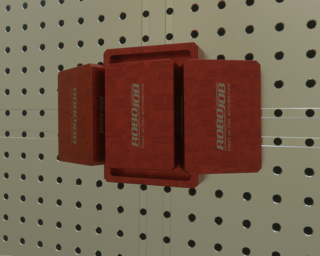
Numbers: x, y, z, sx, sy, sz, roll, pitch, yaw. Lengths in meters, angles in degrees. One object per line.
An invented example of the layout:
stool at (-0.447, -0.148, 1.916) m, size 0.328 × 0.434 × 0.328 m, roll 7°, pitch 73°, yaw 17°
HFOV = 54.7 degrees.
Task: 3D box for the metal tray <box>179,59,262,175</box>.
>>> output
metal tray at (0.070, -0.013, 0.365) m, size 0.091 × 0.030 × 0.129 m, roll -1°, pitch 90°, yaw -8°

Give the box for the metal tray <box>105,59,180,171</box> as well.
metal tray at (-0.021, -0.015, 0.384) m, size 0.090 × 0.030 × 0.129 m, roll 0°, pitch 90°, yaw 19°

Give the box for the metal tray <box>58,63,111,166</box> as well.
metal tray at (-0.106, -0.017, 0.427) m, size 0.090 × 0.030 × 0.129 m, roll 0°, pitch 90°, yaw 45°

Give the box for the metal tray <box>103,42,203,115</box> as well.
metal tray at (-0.011, -0.061, 0.412) m, size 0.130 × 0.030 × 0.089 m, roll 1°, pitch 91°, yaw 19°

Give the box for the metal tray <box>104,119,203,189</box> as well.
metal tray at (-0.010, 0.029, 0.413) m, size 0.130 × 0.030 × 0.089 m, roll 1°, pitch 91°, yaw 19°
